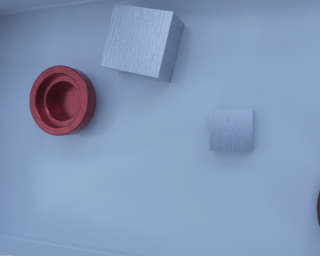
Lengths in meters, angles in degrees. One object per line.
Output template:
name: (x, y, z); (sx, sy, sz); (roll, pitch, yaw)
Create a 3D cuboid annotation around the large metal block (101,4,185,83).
large metal block: (-0.022, -0.108, 0.404); (0.080, 0.050, 0.079); (15, 95, 19)

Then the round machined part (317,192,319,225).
round machined part: (0.210, 0.087, 0.308); (0.042, 0.098, 0.097); (6, 92, -15)

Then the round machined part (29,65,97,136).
round machined part: (-0.134, -0.038, 0.447); (0.098, 0.042, 0.097); (0, 90, 19)

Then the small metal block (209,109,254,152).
small metal block: (0.088, 0.003, 0.379); (0.050, 0.025, 0.050); (0, 90, 19)
